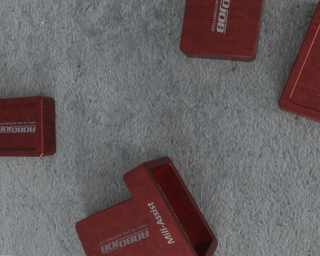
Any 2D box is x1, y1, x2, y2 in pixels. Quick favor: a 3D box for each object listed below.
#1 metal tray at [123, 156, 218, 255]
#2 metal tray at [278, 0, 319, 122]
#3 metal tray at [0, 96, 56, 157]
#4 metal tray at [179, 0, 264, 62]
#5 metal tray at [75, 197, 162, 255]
[{"bbox_3d":[0.016,0.100,0.368,0.030,0.090,0.130,-33,79,17],"label":"metal tray"},{"bbox_3d":[0.196,-0.068,0.336,0.090,0.030,0.129,22,97,18],"label":"metal tray"},{"bbox_3d":[-0.228,-0.001,0.486,0.130,0.030,0.089,-2,90,19],"label":"metal tray"},{"bbox_3d":[0.079,-0.151,0.378,0.090,0.030,0.129,9,93,19],"label":"metal tray"},{"bbox_3d":[-0.043,0.146,0.421,0.130,0.030,0.090,-27,81,18],"label":"metal tray"}]
